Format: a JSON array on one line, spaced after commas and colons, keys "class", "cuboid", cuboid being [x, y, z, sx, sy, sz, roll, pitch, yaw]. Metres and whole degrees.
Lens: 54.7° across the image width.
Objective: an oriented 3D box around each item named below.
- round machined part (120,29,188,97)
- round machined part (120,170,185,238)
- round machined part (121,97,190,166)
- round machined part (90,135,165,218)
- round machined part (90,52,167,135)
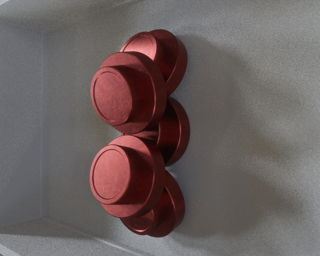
[{"class": "round machined part", "cuboid": [-0.017, -0.082, 0.394, 0.098, 0.042, 0.098, -15, 65, 35]}, {"class": "round machined part", "cuboid": [-0.020, 0.095, 0.393, 0.098, 0.042, 0.097, 15, 114, 36]}, {"class": "round machined part", "cuboid": [-0.013, 0.004, 0.405, 0.098, 0.042, 0.097, -1, 88, 40]}, {"class": "round machined part", "cuboid": [-0.045, 0.055, 0.364, 0.098, 0.042, 0.098, -11, 72, 37]}, {"class": "round machined part", "cuboid": [-0.044, -0.039, 0.363, 0.098, 0.042, 0.097, 12, 110, 37]}]
